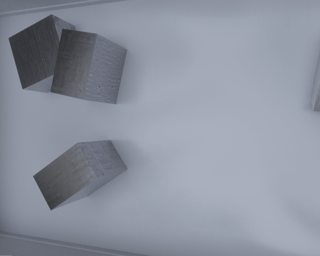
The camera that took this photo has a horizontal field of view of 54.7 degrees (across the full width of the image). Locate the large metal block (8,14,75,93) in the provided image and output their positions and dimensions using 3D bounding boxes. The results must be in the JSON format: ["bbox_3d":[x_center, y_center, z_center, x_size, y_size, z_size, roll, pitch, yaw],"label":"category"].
[{"bbox_3d":[-0.163,-0.105,0.455,0.080,0.050,0.080,-20,84,19],"label":"large metal block"}]

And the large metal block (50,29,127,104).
[{"bbox_3d":[-0.092,-0.078,0.414,0.050,0.080,0.080,14,95,19],"label":"large metal block"}]

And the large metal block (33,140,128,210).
[{"bbox_3d":[-0.104,0.060,0.418,0.080,0.080,0.050,-35,79,16],"label":"large metal block"}]

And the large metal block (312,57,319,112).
[{"bbox_3d":[0.206,-0.056,0.313,0.080,0.050,0.079,10,111,20],"label":"large metal block"}]
